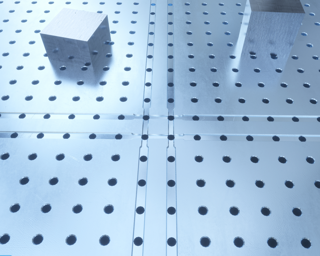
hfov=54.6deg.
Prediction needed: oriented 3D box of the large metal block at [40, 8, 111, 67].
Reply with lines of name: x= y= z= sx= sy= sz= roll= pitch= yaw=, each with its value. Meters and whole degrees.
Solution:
large metal block: x=-0.138 y=-0.153 z=0.520 sx=0.080 sy=0.050 sz=0.080 roll=12 pitch=51 yaw=10

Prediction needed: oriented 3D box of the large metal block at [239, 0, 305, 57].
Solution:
large metal block: x=0.181 y=-0.168 z=0.514 sx=0.080 sy=0.080 sz=0.050 roll=3 pitch=50 yaw=3
